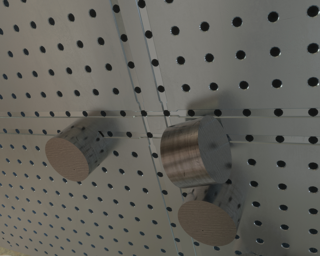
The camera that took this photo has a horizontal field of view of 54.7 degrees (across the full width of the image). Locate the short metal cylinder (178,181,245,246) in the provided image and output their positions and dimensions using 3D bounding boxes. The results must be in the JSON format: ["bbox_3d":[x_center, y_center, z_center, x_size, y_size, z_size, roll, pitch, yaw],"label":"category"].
[{"bbox_3d":[0.071,0.115,0.429,0.080,0.050,0.079,13,124,21],"label":"short metal cylinder"}]

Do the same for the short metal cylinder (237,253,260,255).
[{"bbox_3d":[0.133,0.233,0.450,0.080,0.080,0.050,18,125,18],"label":"short metal cylinder"}]

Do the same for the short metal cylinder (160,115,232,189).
[{"bbox_3d":[0.045,0.029,0.370,0.050,0.080,0.080,-16,110,34],"label":"short metal cylinder"}]

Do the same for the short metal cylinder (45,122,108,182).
[{"bbox_3d":[-0.131,0.037,0.487,0.080,0.050,0.079,13,124,21],"label":"short metal cylinder"}]
